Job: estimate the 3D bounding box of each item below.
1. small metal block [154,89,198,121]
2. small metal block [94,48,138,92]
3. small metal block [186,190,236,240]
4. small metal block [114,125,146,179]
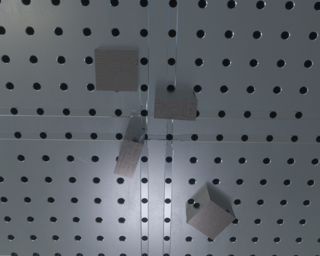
[{"bbox_3d":[0.018,-0.030,0.389,0.050,0.050,0.025,3,110,-1],"label":"small metal block"},{"bbox_3d":[-0.053,-0.073,0.386,0.050,0.025,0.050,1,110,-1],"label":"small metal block"},{"bbox_3d":[0.075,0.130,0.462,0.050,0.025,0.050,37,106,-13],"label":"small metal block"},{"bbox_3d":[-0.039,0.030,0.411,0.025,0.050,0.050,17,109,-6],"label":"small metal block"}]
